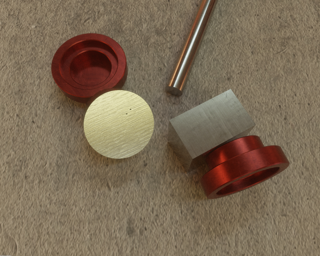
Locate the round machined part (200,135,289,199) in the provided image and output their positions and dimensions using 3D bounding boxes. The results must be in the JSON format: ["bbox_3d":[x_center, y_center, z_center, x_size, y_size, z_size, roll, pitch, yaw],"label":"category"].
[{"bbox_3d":[0.091,0.043,0.355,0.099,0.098,0.042,-18,66,-7],"label":"round machined part"}]

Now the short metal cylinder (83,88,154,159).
[{"bbox_3d":[-0.052,-0.008,0.378,0.081,0.050,0.079,-3,101,-15],"label":"short metal cylinder"}]

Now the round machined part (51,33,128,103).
[{"bbox_3d":[-0.093,-0.078,0.427,0.099,0.042,0.098,0,70,0],"label":"round machined part"}]

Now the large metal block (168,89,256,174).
[{"bbox_3d":[0.058,0.007,0.377,0.080,0.080,0.050,-27,73,-10],"label":"large metal block"}]

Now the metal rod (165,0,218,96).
[{"bbox_3d":[0.071,-0.182,0.475,0.025,0.025,0.300,19,71,7],"label":"metal rod"}]
